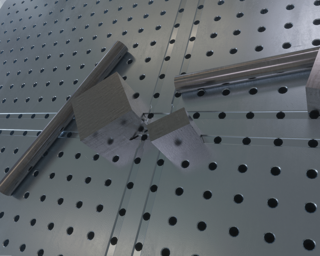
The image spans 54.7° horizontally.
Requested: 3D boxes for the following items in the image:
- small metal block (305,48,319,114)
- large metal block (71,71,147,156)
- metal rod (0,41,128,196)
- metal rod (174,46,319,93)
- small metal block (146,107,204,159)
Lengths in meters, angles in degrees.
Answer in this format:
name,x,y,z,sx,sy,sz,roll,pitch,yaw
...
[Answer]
name,x,y,z,sx,sy,sz,roll,pitch,yaw
small metal block,0.177,-0.048,0.329,0.025,0.050,0.050,15,70,34
large metal block,-0.072,-0.020,0.443,0.080,0.050,0.080,-31,52,8
metal rod,-0.152,-0.022,0.501,0.025,0.025,0.300,29,77,37
metal rod,0.161,-0.079,0.372,0.301,0.025,0.025,-8,58,24
small metal block,0.019,0.007,0.378,0.050,0.050,0.025,-26,53,12
